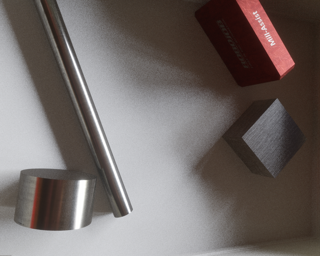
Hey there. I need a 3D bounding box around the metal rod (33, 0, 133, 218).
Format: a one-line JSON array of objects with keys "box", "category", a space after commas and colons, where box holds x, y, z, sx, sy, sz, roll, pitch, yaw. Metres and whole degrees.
[{"box": [-0.094, -0.032, 0.376, 0.025, 0.025, 0.298, -21, 97, -19], "category": "metal rod"}]

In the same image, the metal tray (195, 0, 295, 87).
[{"box": [0.111, -0.121, 0.418, 0.030, 0.090, 0.130, -39, 103, -16], "category": "metal tray"}]

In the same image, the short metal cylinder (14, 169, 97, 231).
[{"box": [-0.113, 0.075, 0.340, 0.081, 0.080, 0.050, 8, 88, -20], "category": "short metal cylinder"}]

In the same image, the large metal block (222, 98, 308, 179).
[{"box": [0.154, 0.014, 0.456, 0.080, 0.050, 0.080, -45, 104, -15], "category": "large metal block"}]
